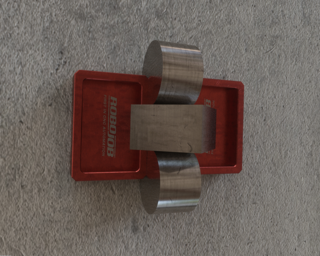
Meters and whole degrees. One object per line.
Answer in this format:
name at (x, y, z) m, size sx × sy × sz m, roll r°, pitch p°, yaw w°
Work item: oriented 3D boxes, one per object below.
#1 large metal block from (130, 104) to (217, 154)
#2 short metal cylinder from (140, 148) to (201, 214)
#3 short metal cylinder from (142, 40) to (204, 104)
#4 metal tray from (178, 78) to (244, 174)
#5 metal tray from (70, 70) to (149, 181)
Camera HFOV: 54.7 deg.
large metal block at (0.019, 0.000, 0.366) m, size 0.080 × 0.080 × 0.050 m, roll 2°, pitch 90°, yaw 20°
short metal cylinder at (0.010, 0.065, 0.385) m, size 0.050 × 0.080 × 0.080 m, roll 2°, pitch 90°, yaw -20°
short metal cylinder at (0.013, -0.065, 0.386) m, size 0.050 × 0.080 × 0.080 m, roll 2°, pitch 90°, yaw -20°
metal tray at (0.070, -0.002, 0.434) m, size 0.091 × 0.030 × 0.129 m, roll 2°, pitch 90°, yaw -20°
metal tray at (-0.062, -0.002, 0.385) m, size 0.091 × 0.030 × 0.129 m, roll 2°, pitch 90°, yaw -20°
